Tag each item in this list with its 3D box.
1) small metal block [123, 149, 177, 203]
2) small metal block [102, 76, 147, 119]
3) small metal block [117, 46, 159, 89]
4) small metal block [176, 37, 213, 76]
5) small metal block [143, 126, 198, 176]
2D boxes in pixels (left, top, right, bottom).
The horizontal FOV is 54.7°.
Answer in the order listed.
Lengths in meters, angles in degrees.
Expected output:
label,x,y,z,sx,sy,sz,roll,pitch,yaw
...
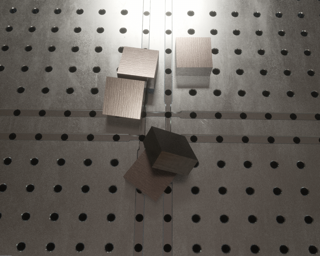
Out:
label,x,y,z,sx,sy,sz,roll,pitch,yaw
small metal block,-0.010,0.059,0.390,0.050,0.025,0.050,35,74,11
small metal block,-0.047,-0.041,0.416,0.050,0.025,0.050,8,97,2
small metal block,-0.030,-0.086,0.438,0.050,0.025,0.050,8,60,2
small metal block,0.048,-0.104,0.450,0.050,0.025,0.050,0,70,-1
small metal block,0.012,0.028,0.378,0.050,0.025,0.050,17,27,-27
